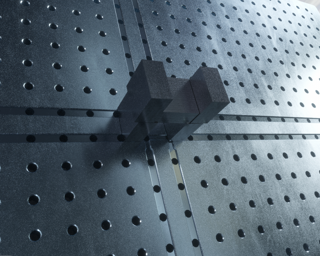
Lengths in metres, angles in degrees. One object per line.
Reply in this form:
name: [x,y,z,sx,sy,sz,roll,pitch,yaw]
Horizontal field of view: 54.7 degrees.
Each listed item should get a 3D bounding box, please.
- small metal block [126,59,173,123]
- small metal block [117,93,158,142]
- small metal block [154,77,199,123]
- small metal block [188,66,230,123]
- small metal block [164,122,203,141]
small metal block: [-0.013,-0.040,0.345,0.025,0.050,0.050,0,61,-28]
small metal block: [-0.029,-0.016,0.387,0.025,0.050,0.050,1,62,-28]
small metal block: [0.014,-0.034,0.374,0.050,0.025,0.050,1,61,-28]
small metal block: [0.054,-0.040,0.381,0.025,0.050,0.050,0,61,-28]
small metal block: [0.028,-0.016,0.418,0.025,0.050,0.050,-1,62,-29]
